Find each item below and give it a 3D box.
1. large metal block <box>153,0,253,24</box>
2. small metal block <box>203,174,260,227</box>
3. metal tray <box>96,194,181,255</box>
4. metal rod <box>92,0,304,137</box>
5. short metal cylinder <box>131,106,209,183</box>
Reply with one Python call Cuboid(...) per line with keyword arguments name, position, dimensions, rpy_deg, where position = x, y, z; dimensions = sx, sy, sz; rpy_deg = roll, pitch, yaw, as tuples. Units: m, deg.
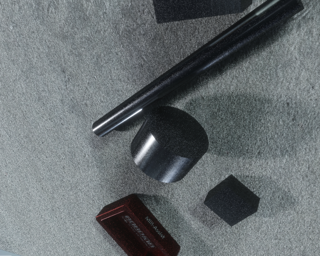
Cuboid(name="large metal block", position=(0.036, -0.145, 0.281), dimensions=(0.080, 0.050, 0.079), rpy_deg=(2, 119, 27))
Cuboid(name="small metal block", position=(0.096, 0.098, 0.416), dimensions=(0.050, 0.025, 0.050), rpy_deg=(40, 129, 0))
Cuboid(name="metal tray", position=(-0.038, 0.181, 0.533), dimensions=(0.090, 0.030, 0.130), rpy_deg=(-32, 101, 37))
Cuboid(name="metal rod", position=(0.016, -0.057, 0.362), dimensions=(0.299, 0.025, 0.025), rpy_deg=(-29, 102, 37))
Cuboid(name="short metal cylinder", position=(0.011, 0.019, 0.376), dimensions=(0.080, 0.080, 0.050), rpy_deg=(36, 129, 3))
